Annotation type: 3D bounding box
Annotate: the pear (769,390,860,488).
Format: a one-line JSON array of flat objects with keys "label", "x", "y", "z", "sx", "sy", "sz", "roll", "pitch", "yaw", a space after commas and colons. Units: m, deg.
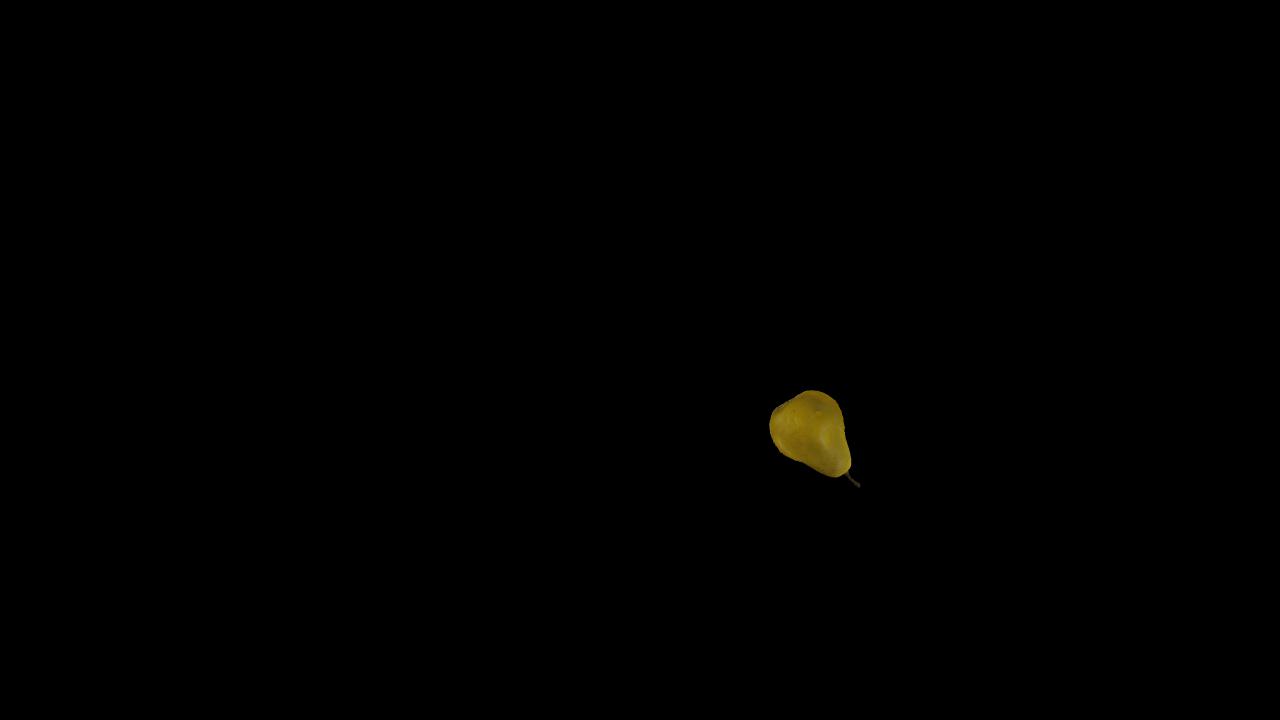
[{"label": "pear", "x": 0.190, "y": 0.089, "z": 0.652, "sx": 0.080, "sy": 0.111, "sz": 0.080, "roll": -30, "pitch": -8, "yaw": -5}]
